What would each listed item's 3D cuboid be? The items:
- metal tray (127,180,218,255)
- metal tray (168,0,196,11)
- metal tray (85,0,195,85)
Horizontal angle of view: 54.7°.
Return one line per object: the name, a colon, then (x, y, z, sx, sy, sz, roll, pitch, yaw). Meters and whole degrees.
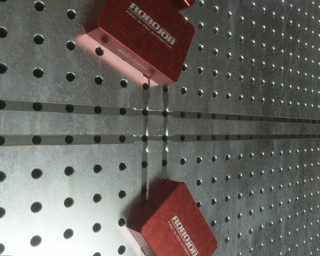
metal tray: (0.022, 0.148, 0.427, 0.090, 0.030, 0.130, -43, 116, -32)
metal tray: (0.011, -0.237, 0.416, 0.130, 0.030, 0.090, 40, 66, -33)
metal tray: (-0.019, -0.125, 0.392, 0.131, 0.030, 0.090, 30, 71, -36)
